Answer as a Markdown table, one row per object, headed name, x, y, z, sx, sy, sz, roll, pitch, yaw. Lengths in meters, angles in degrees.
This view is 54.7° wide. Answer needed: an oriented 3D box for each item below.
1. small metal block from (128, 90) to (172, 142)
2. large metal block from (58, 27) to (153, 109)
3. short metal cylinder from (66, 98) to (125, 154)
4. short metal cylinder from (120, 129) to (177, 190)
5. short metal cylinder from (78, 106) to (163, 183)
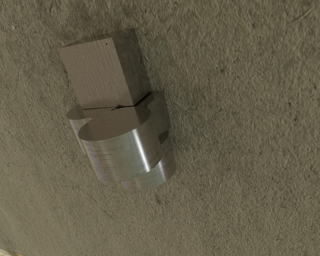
| name | x | y | z | sx | sy | sz | roll | pitch | yaw |
| --- | --- | --- | --- | --- | --- | --- | --- | --- | --- |
| small metal block | -0.011 | -0.015 | 0.391 | 0.025 | 0.050 | 0.050 | 1 | 119 | 28 |
| large metal block | -0.065 | -0.072 | 0.383 | 0.080 | 0.050 | 0.080 | -2 | 118 | 29 |
| short metal cylinder | -0.075 | -0.007 | 0.409 | 0.080 | 0.080 | 0.050 | -2 | 117 | 29 |
| short metal cylinder | -0.023 | 0.037 | 0.408 | 0.080 | 0.080 | 0.050 | 0 | 118 | 28 |
| short metal cylinder | -0.042 | 0.015 | 0.340 | 0.080 | 0.080 | 0.050 | -2 | 117 | 29 |
